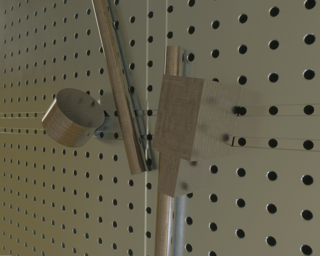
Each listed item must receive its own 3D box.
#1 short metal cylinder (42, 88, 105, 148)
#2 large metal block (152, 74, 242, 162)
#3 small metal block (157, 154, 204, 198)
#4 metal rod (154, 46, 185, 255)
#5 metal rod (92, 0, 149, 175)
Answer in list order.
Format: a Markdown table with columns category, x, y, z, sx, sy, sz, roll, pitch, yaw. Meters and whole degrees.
| category | x | y | z | sx | sy | sz | roll | pitch | yaw |
| --- | --- | --- | --- | --- | --- | --- | --- | --- | --- |
| short metal cylinder | -0.135 | -0.016 | 0.485 | 0.050 | 0.081 | 0.080 | -46 | 63 | 30 |
| large metal block | 0.042 | -0.012 | 0.339 | 0.050 | 0.081 | 0.079 | 15 | 99 | 39 |
| small metal block | 0.026 | 0.052 | 0.372 | 0.025 | 0.050 | 0.050 | 16 | 100 | 39 |
| metal rod | 0.011 | 0.047 | 0.400 | 0.025 | 0.025 | 0.298 | 5 | 93 | 40 |
| metal rod | -0.064 | -0.079 | 0.461 | 0.025 | 0.025 | 0.299 | -23 | 75 | 37 |
